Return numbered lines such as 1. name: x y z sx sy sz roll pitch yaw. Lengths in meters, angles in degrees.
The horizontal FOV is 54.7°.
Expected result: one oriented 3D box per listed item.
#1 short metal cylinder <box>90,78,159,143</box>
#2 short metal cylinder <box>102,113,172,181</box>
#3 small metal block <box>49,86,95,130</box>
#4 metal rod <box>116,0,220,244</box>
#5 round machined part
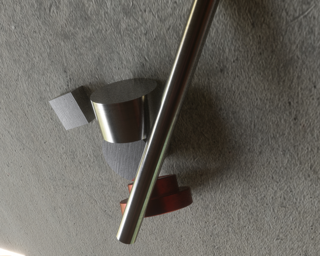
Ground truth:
1. short metal cylinder: -0.039 -0.023 0.377 0.080 0.080 0.050 3 120 26
2. short metal cylinder: -0.031 0.026 0.423 0.080 0.050 0.079 13 124 21
3. small metal block: -0.127 -0.029 0.456 0.050 0.025 0.050 -14 111 34
4. metal rod: 0.004 -0.003 0.337 0.025 0.025 0.298 23 106 14
5. round machined part: -0.007 0.091 0.428 0.098 0.099 0.042 -16 83 34
